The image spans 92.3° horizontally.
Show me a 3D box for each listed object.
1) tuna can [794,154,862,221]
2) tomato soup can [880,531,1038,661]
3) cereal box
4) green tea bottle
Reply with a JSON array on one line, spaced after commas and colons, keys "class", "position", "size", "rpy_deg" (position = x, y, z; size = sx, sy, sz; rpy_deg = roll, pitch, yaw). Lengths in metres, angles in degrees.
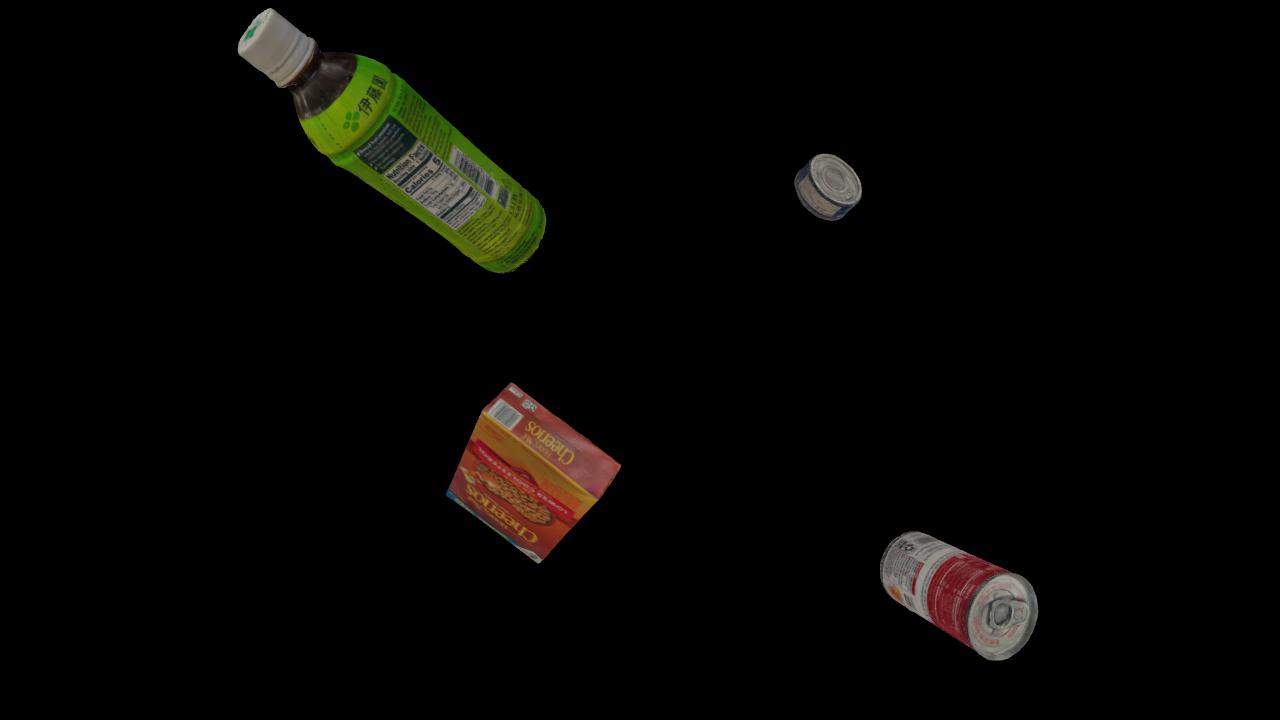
[{"class": "tuna can", "position": [0.246, -0.226, 0.800], "size": [0.084, 0.084, 0.034], "rpy_deg": [0, -23, -24]}, {"class": "tomato soup can", "position": [0.257, 0.189, 0.507], "size": [0.068, 0.068, 0.101], "rpy_deg": [0, 3, -17]}, {"class": "cereal box", "position": [-0.178, 0.190, 0.956], "size": [0.081, 0.203, 0.306], "rpy_deg": [-52, 0, -42]}, {"class": "green tea bottle", "position": [-0.151, -0.136, 0.407], "size": [0.073, 0.073, 0.212], "rpy_deg": [0, -23, 31]}]
